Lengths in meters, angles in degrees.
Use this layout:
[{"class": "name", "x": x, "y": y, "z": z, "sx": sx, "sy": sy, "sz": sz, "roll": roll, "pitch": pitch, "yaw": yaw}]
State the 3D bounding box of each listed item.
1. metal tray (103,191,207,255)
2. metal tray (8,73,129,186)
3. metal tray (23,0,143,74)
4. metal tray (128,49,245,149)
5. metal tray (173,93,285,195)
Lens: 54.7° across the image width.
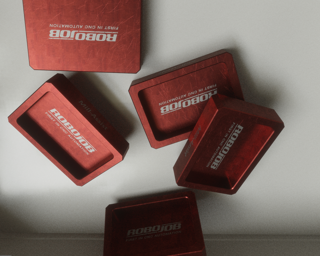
[{"class": "metal tray", "x": -0.009, "y": 0.141, "z": 0.426, "sx": 0.131, "sy": 0.090, "sz": 0.030, "roll": -10, "pitch": 134, "yaw": 3}, {"class": "metal tray", "x": -0.115, "y": 0.007, "z": 0.398, "sx": 0.090, "sy": 0.030, "sz": 0.130, "roll": -34, "pitch": 108, "yaw": 26}, {"class": "metal tray", "x": -0.087, "y": -0.113, "z": 0.366, "sx": 0.131, "sy": 0.030, "sz": 0.089, "roll": 2, "pitch": 110, "yaw": -1}, {"class": "metal tray", "x": 0.036, "y": -0.036, "z": 0.395, "sx": 0.131, "sy": 0.030, "sz": 0.090, "roll": -19, "pitch": 109, "yaw": 6}, {"class": "metal tray", "x": 0.082, "y": 0.026, "z": 0.394, "sx": 0.091, "sy": 0.030, "sz": 0.129, "roll": 13, "pitch": 124, "yaw": -17}]
